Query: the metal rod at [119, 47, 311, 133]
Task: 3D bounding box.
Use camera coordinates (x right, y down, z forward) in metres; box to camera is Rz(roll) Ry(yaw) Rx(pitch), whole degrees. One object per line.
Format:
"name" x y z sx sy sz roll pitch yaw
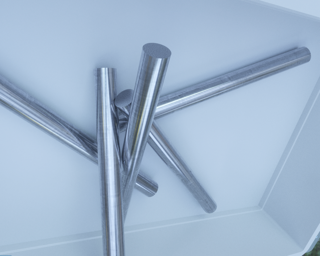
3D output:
"metal rod" 0.078 -0.055 0.416 0.302 0.025 0.025 -21 127 -16

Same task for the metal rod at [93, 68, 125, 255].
"metal rod" -0.055 0.084 0.351 0.025 0.025 0.298 -4 95 -26

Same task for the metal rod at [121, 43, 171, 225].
"metal rod" -0.035 0.040 0.364 0.025 0.025 0.298 -8 138 -25

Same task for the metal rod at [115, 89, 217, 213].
"metal rod" 0.025 0.053 0.434 0.025 0.025 0.300 -39 136 -2

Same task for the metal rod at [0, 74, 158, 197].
"metal rod" -0.099 0.013 0.361 0.025 0.025 0.300 -45 129 3
